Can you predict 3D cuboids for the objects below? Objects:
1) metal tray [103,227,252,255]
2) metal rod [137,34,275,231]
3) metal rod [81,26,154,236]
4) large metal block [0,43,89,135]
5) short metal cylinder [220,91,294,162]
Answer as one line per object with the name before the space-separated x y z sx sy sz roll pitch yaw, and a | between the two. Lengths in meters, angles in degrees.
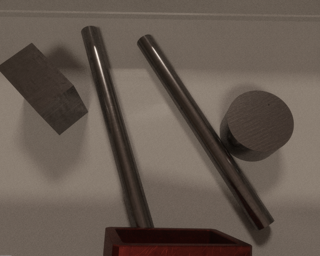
metal tray | 0.013 0.124 0.312 0.131 0.090 0.030 6 81 -14
metal rod | 0.051 -0.006 0.412 0.025 0.025 0.299 -28 73 -10
metal rod | -0.061 -0.009 0.412 0.025 0.025 0.299 -16 71 -6
large metal block | -0.145 -0.047 0.396 0.050 0.080 0.080 -42 76 -14
short metal cylinder | 0.122 -0.001 0.398 0.081 0.050 0.080 0 70 0
